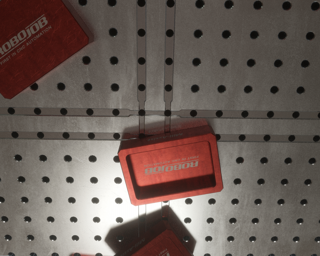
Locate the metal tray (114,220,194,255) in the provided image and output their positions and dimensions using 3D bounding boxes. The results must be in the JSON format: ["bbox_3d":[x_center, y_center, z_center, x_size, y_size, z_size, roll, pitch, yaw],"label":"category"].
[{"bbox_3d":[-0.018,0.214,0.471,0.130,0.030,0.090,-35,107,-5],"label":"metal tray"}]

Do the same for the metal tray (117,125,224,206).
[{"bbox_3d":[0.016,0.053,0.430,0.131,0.030,0.089,-10,110,3],"label":"metal tray"}]

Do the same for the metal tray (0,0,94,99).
[{"bbox_3d":[-0.158,-0.106,0.369,0.130,0.030,0.090,-32,107,10],"label":"metal tray"}]
